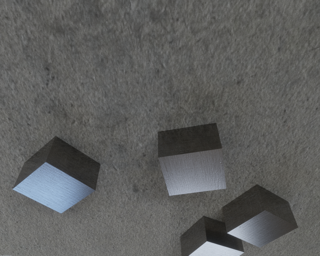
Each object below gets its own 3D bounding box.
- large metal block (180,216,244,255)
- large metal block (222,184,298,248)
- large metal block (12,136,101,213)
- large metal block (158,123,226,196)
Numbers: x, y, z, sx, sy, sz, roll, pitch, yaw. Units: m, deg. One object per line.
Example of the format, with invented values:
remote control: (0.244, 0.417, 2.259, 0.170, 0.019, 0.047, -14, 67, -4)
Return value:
large metal block: (0.095, 0.216, 0.577, 0.080, 0.050, 0.080, 23, 126, -19)
large metal block: (0.166, 0.150, 0.521, 0.080, 0.050, 0.080, 30, 124, -24)
large metal block: (-0.147, 0.070, 0.448, 0.080, 0.050, 0.080, -36, 122, 26)
large metal block: (0.045, 0.045, 0.430, 0.080, 0.050, 0.080, -9, 130, 7)
